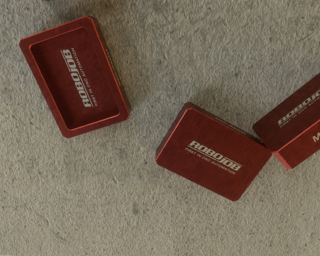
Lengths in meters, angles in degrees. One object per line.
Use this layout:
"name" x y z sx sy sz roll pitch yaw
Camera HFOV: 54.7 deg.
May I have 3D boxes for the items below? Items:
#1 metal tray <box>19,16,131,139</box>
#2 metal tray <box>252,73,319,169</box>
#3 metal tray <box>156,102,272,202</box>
"metal tray" -0.100 -0.061 0.383 0.090 0.030 0.129 -18 109 6
"metal tray" 0.182 -0.018 0.370 0.130 0.090 0.030 -40 105 13
"metal tray" 0.071 0.034 0.420 0.131 0.030 0.090 27 108 -10
